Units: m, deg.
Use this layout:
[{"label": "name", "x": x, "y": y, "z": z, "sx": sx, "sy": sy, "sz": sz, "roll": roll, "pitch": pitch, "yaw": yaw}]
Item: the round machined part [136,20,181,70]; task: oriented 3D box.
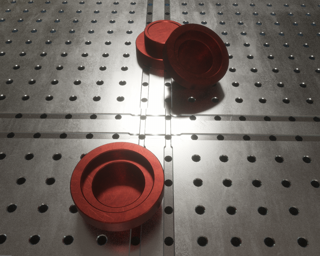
[{"label": "round machined part", "x": 0.008, "y": -0.145, "z": 0.519, "sx": 0.099, "sy": 0.042, "sz": 0.098, "roll": 0, "pitch": 50, "yaw": 0}]

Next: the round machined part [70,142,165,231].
[{"label": "round machined part", "x": -0.044, "y": 0.066, "z": 0.340, "sx": 0.099, "sy": 0.042, "sz": 0.098, "roll": 0, "pitch": 50, "yaw": 0}]

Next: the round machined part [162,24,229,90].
[{"label": "round machined part", "x": 0.050, "y": -0.102, "z": 0.466, "sx": 0.099, "sy": 0.042, "sz": 0.098, "roll": 5, "pitch": 75, "yaw": -17}]
